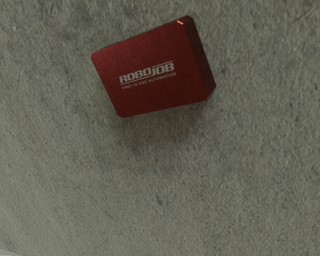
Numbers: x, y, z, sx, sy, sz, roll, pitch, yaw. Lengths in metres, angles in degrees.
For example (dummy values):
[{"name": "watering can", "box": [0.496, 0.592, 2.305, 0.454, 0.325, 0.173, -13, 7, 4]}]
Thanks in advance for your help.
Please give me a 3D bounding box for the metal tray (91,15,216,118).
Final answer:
[{"name": "metal tray", "box": [-0.010, -0.067, 0.368, 0.130, 0.030, 0.090, -10, 114, 32]}]
